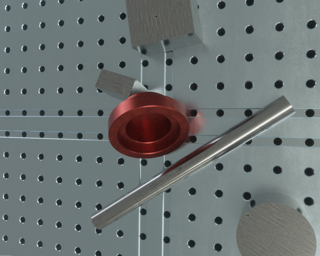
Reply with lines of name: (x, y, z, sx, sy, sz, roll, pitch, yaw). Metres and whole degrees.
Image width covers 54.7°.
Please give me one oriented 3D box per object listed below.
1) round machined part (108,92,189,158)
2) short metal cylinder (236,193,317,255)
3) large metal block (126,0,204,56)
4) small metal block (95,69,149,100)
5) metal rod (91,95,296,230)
round machined part: (-0.015, -0.007, 0.389, 0.098, 0.098, 0.042, -26, 46, 18)
short metal cylinder: (0.131, 0.119, 0.353, 0.080, 0.050, 0.079, 0, 90, 19)
large metal block: (0.006, -0.145, 0.397, 0.080, 0.050, 0.080, -9, 87, 19)
small metal block: (-0.050, -0.053, 0.414, 0.050, 0.050, 0.025, 19, 86, 18)
metal rod: (0.031, 0.053, 0.401, 0.300, 0.025, 0.025, -34, 79, 16)
